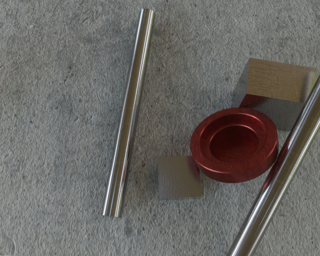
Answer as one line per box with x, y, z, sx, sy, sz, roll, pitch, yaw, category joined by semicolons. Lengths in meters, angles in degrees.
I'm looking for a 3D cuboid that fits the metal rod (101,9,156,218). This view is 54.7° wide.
-0.039;-0.034;0.419;0.025;0.025;0.299;7;70;2;metal rod

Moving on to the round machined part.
0.089;0.024;0.367;0.098;0.042;0.098;-14;43;14;round machined part

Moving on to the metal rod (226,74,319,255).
0.142;0.034;0.338;0.025;0.025;0.299;26;94;9;metal rod

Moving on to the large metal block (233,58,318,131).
0.141;-0.039;0.394;0.080;0.080;0.050;10;68;3;large metal block

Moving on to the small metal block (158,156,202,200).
0.023;0.063;0.386;0.050;0.025;0.050;-2;70;-1;small metal block
